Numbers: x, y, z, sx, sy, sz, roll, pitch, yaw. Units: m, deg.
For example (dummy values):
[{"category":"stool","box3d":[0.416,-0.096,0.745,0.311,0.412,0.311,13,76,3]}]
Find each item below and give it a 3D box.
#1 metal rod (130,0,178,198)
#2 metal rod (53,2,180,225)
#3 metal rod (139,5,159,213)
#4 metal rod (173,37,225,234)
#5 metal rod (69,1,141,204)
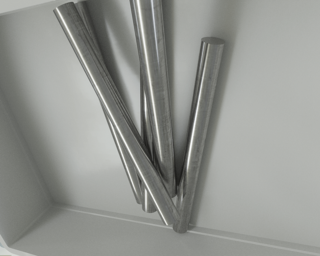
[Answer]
[{"category":"metal rod","box3d":[0.001,-0.006,0.351,0.025,0.025,0.298,15,141,20]},{"category":"metal rod","box3d":[-0.046,-0.006,0.386,0.025,0.025,0.299,-15,108,34]},{"category":"metal rod","box3d":[-0.012,-0.010,0.399,0.025,0.025,0.298,13,121,21]},{"category":"metal rod","box3d":[0.044,0.032,0.405,0.025,0.025,0.298,18,126,18]},{"category":"metal rod","box3d":[-0.064,-0.018,0.431,0.025,0.025,0.298,-2,118,29]}]
